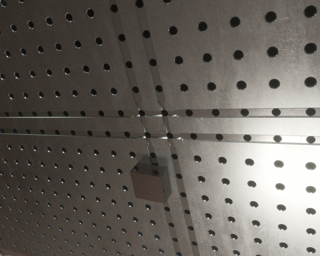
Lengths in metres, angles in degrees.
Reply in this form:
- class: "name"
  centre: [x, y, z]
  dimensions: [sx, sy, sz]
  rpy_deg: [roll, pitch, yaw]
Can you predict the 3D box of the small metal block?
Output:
- class: "small metal block"
  centre: [-0.013, 0.083, 0.468]
  dimensions: [0.050, 0.025, 0.050]
  rpy_deg: [6, 121, 25]
